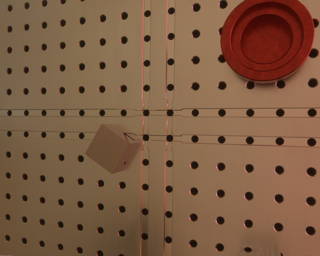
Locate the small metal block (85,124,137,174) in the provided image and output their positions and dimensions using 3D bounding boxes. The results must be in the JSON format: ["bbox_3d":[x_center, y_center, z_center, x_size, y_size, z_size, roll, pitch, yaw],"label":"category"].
[{"bbox_3d":[-0.069,0.029,0.437,0.050,0.025,0.050,34,101,16],"label":"small metal block"}]

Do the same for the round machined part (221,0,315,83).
[{"bbox_3d":[0.123,-0.100,0.360,0.098,0.042,0.097,0,90,20],"label":"round machined part"}]

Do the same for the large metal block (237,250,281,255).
[{"bbox_3d":[0.113,0.191,0.343,0.050,0.080,0.080,-7,88,20],"label":"large metal block"}]
